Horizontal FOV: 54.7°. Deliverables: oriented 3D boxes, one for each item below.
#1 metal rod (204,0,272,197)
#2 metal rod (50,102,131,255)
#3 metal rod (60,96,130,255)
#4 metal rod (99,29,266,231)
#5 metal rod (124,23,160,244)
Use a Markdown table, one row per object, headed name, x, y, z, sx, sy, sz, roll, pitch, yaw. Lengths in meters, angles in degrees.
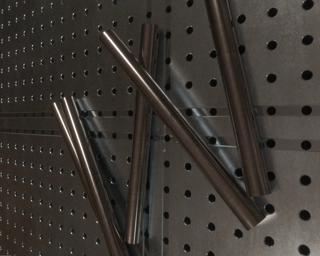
| name | x | y | z | sx | sy | sz | roll | pitch | yaw |
| --- | --- | --- | --- | --- | --- | --- | --- | --- | --- |
| metal rod | 0.077 | -0.076 | 0.344 | 0.025 | 0.025 | 0.298 | -17 | 79 | 38 |
| metal rod | -0.117 | 0.081 | 0.502 | 0.025 | 0.025 | 0.299 | -44 | 64 | 31 |
| metal rod | -0.103 | 0.076 | 0.478 | 0.025 | 0.025 | 0.299 | -42 | 61 | 32 |
| metal rod | 0.015 | -0.012 | 0.373 | 0.025 | 0.025 | 0.300 | -48 | 68 | 29 |
| metal rod | -0.025 | 0.011 | 0.428 | 0.025 | 0.025 | 0.298 | 8 | 95 | 39 |
